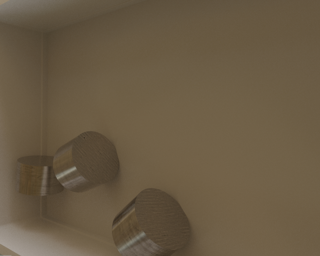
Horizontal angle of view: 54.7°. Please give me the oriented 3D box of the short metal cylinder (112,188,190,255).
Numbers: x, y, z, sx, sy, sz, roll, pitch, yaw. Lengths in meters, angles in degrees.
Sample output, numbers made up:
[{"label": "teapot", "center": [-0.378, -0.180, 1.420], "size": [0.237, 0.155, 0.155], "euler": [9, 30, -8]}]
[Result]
[{"label": "short metal cylinder", "center": [-0.011, 0.122, 0.380], "size": [0.050, 0.081, 0.080], "euler": [-47, 62, 30]}]

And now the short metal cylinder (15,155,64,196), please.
[{"label": "short metal cylinder", "center": [-0.208, 0.081, 0.543], "size": [0.080, 0.081, 0.050], "euler": [11, 98, 39]}]

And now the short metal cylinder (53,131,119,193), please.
[{"label": "short metal cylinder", "center": [-0.109, 0.051, 0.462], "size": [0.050, 0.081, 0.080], "euler": [-27, 73, 37]}]
